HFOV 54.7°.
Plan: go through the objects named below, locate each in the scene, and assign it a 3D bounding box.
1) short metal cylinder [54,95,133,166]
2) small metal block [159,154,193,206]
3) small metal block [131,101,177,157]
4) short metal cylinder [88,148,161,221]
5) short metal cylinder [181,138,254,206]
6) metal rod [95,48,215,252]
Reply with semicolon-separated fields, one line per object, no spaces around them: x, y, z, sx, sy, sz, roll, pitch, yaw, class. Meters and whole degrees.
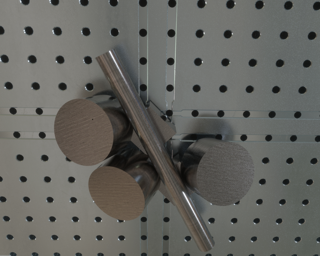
-0.081;0.001;0.381;0.080;0.050;0.079;4;102;20;short metal cylinder
0.023;0.073;0.437;0.050;0.025;0.050;-38;106;13;small metal block
-0.014;0.001;0.410;0.050;0.025;0.050;-41;105;13;small metal block
-0.046;0.073;0.408;0.080;0.050;0.079;9;116;20;short metal cylinder
0.074;0.055;0.403;0.081;0.050;0.079;-2;95;-18;short metal cylinder
0.002;0.041;0.397;0.025;0.025;0.299;-24;108;8;metal rod
